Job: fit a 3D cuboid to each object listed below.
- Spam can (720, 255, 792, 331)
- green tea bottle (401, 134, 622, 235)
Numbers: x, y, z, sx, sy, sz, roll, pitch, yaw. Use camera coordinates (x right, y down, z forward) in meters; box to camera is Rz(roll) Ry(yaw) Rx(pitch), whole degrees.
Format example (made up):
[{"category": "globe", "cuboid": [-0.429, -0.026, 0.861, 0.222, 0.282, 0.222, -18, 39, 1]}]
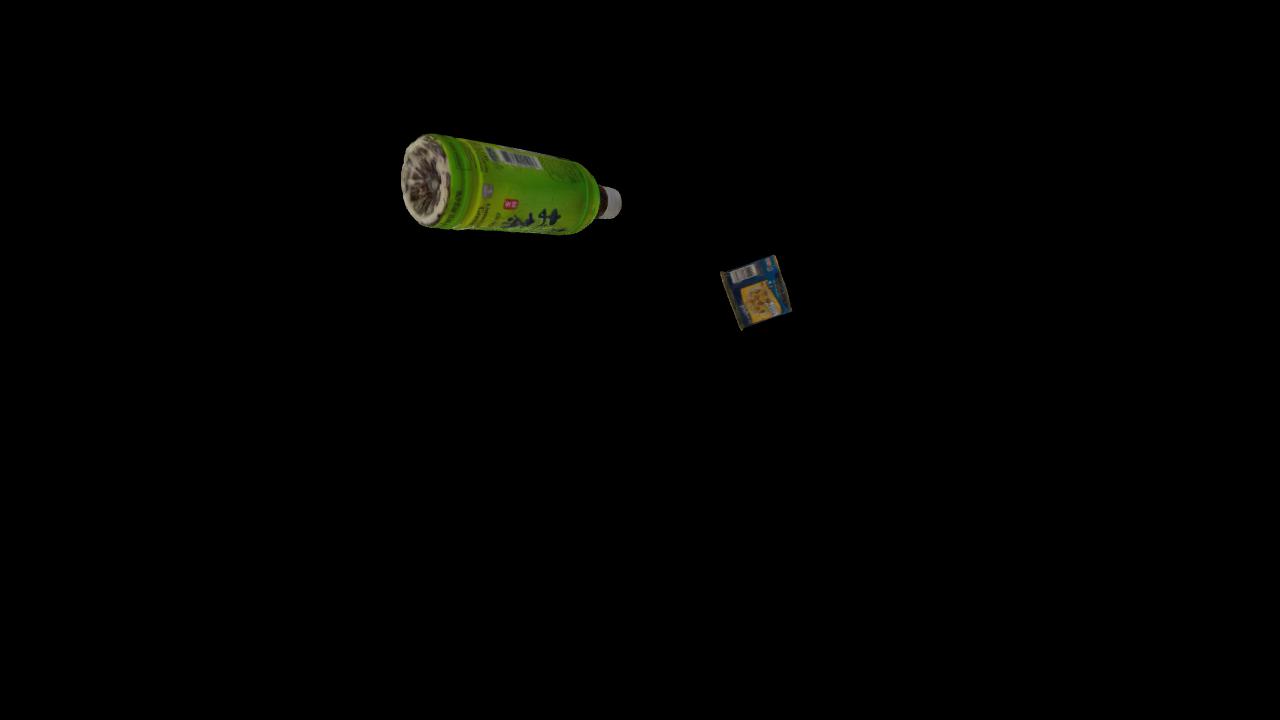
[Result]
[{"category": "Spam can", "cuboid": [0.178, -0.102, 0.937, 0.085, 0.058, 0.101, -19, -42, 12]}, {"category": "green tea bottle", "cuboid": [-0.095, -0.146, 0.536, 0.073, 0.073, 0.212, 0, 7, 41]}]
